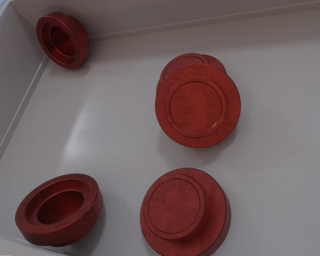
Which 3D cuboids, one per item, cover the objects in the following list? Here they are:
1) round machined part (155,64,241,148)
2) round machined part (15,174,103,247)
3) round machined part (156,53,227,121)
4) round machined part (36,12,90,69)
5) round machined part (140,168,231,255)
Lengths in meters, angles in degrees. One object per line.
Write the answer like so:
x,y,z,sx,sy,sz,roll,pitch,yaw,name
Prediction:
0.042,-0.024,0.355,0.098,0.042,0.097,1,97,11,round machined part
-0.116,0.102,0.374,0.098,0.042,0.098,-10,30,6,round machined part
0.039,-0.060,0.410,0.098,0.042,0.098,-13,56,20,round machined part
-0.164,-0.156,0.545,0.098,0.097,0.042,10,43,32,round machined part
0.022,0.087,0.329,0.098,0.042,0.098,-13,56,20,round machined part
